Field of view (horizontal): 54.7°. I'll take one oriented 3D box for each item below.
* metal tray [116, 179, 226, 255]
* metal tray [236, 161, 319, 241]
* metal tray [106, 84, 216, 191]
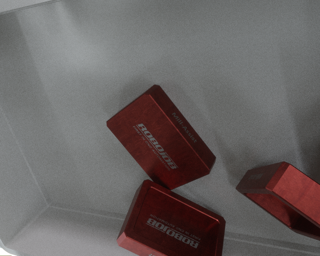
[{"bbox_3d":[0.020,0.135,0.409,0.131,0.090,0.030,28,132,-6],"label":"metal tray"},{"bbox_3d":[0.138,0.079,0.326,0.090,0.030,0.130,36,172,8],"label":"metal tray"},{"bbox_3d":[0.001,0.018,0.415,0.090,0.030,0.130,-32,101,38],"label":"metal tray"}]
